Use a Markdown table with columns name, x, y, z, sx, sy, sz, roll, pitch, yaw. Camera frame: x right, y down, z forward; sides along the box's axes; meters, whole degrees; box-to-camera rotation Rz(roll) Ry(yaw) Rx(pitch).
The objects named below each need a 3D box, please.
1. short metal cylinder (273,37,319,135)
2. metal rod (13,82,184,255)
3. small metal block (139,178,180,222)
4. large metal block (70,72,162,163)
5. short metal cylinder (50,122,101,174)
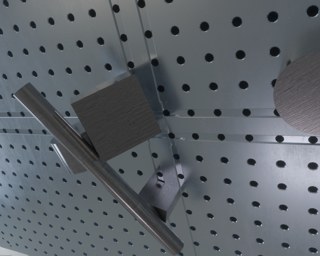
| name | x | y | z | sx | sy | sz | roll | pitch | yaw |
| --- | --- | --- | --- | --- | --- | --- | --- | --- | --- |
| short metal cylinder | 0.152 | -0.040 | 0.290 | 0.080 | 0.050 | 0.079 | 13 | 124 | 21 |
| metal rod | -0.069 | 0.063 | 0.406 | 0.025 | 0.025 | 0.300 | -28 | 110 | 37 |
| small metal block | -0.004 | 0.107 | 0.463 | 0.050 | 0.050 | 0.025 | 17 | 125 | 18 |
| large metal block | -0.055 | -0.016 | 0.387 | 0.080 | 0.050 | 0.080 | -28 | 109 | -9 |
| short metal cylinder | -0.108 | 0.023 | 0.447 | 0.080 | 0.080 | 0.050 | -12 | 112 | 33 |
